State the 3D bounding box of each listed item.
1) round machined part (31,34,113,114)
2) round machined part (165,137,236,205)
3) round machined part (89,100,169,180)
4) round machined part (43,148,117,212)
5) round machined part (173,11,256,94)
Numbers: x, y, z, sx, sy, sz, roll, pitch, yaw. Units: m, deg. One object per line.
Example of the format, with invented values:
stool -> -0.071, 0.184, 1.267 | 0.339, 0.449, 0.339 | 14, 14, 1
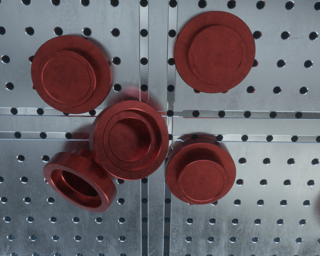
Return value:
round machined part -> -0.109, -0.063, 0.380 | 0.099, 0.042, 0.097 | 0, 110, 0
round machined part -> 0.057, 0.066, 0.429 | 0.099, 0.042, 0.097 | 0, 110, 0
round machined part -> -0.041, 0.015, 0.393 | 0.099, 0.042, 0.098 | 1, 87, -27
round machined part -> -0.100, 0.065, 0.412 | 0.098, 0.042, 0.097 | 17, 138, 16
round machined part -> 0.066, -0.089, 0.372 | 0.099, 0.042, 0.097 | 0, 110, 0
